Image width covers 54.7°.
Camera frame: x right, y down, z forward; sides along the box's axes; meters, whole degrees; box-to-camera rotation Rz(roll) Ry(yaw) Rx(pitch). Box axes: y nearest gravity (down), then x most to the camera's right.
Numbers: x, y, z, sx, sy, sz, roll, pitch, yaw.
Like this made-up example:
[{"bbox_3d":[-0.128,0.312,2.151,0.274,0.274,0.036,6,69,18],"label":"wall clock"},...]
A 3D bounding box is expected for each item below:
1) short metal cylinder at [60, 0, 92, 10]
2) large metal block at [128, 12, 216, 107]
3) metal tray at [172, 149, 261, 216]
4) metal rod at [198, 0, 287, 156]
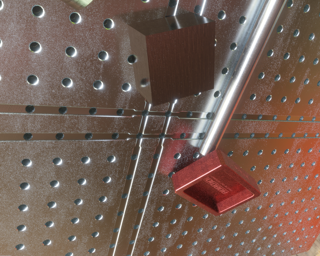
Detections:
[{"bbox_3d":[-0.070,-0.145,0.248,0.050,0.080,0.080,26,104,-38],"label":"short metal cylinder"},{"bbox_3d":[0.015,-0.080,0.355,0.081,0.050,0.079,-18,126,-19],"label":"large metal block"},{"bbox_3d":[0.092,0.093,0.498,0.090,0.030,0.130,-34,133,21],"label":"metal tray"},{"bbox_3d":[0.120,-0.092,0.422,0.025,0.025,0.298,7,115,-32],"label":"metal rod"}]
